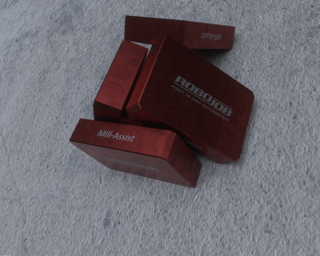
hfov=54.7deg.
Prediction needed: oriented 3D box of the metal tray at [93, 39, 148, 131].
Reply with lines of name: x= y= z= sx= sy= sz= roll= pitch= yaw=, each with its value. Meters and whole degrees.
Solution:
metal tray: x=-0.052 y=-0.037 z=0.391 sx=0.030 sy=0.130 sz=0.090 roll=21 pitch=69 yaw=-3

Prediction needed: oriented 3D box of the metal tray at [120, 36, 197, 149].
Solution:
metal tray: x=0.008 y=-0.041 z=0.383 sx=0.030 sy=0.090 sz=0.130 roll=7 pitch=65 yaw=31

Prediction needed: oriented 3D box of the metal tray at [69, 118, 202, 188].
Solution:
metal tray: x=-0.028 y=0.029 z=0.358 sx=0.130 sy=0.090 sz=0.030 roll=7 pitch=66 yaw=31

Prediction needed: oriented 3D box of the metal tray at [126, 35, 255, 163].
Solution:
metal tray: x=0.039 y=-0.028 z=0.337 sx=0.030 sy=0.131 sz=0.090 roll=-20 pitch=46 yaw=59

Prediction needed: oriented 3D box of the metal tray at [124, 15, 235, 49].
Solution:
metal tray: x=0.029 y=-0.125 z=0.406 sx=0.090 sy=0.131 sz=0.030 roll=19 pitch=113 yaw=35
